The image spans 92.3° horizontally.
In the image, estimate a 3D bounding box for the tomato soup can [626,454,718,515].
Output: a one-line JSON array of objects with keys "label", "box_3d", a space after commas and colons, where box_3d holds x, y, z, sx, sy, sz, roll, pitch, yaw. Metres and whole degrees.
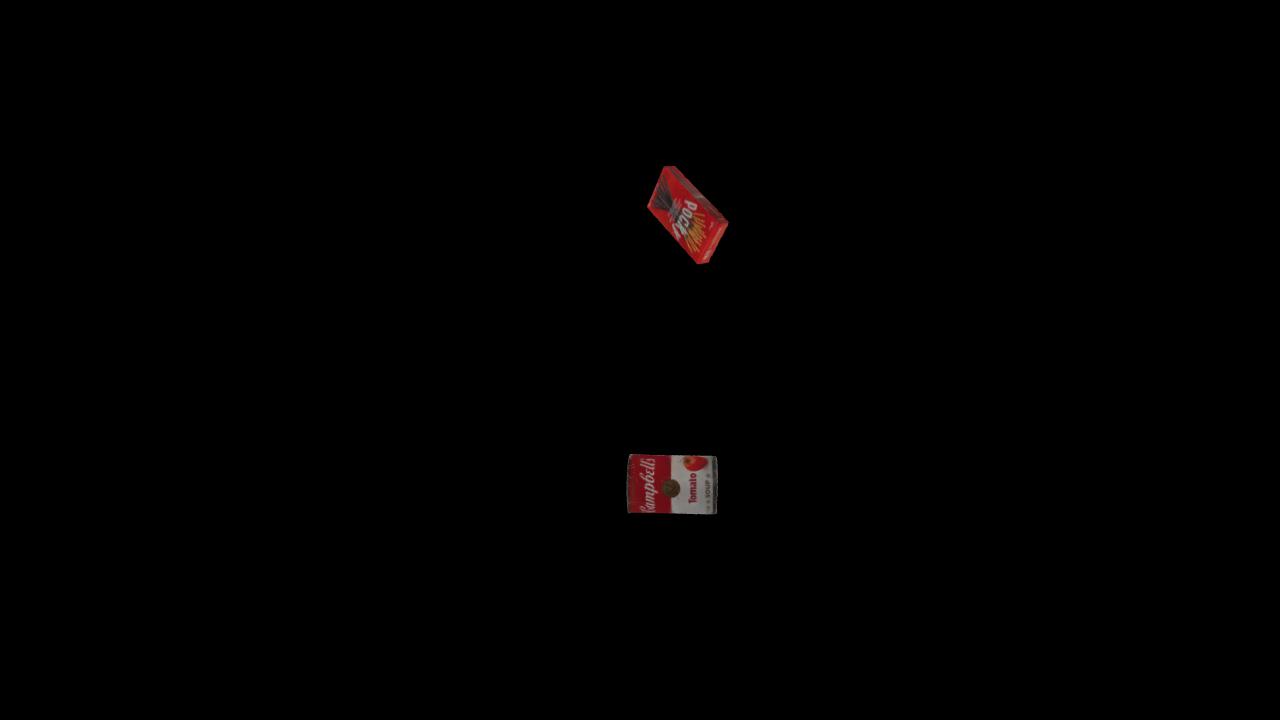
[{"label": "tomato soup can", "box_3d": [0.038, 0.143, 0.704, 0.101, 0.068, 0.068, 1, 0, 4]}]

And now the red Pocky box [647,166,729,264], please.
[{"label": "red Pocky box", "box_3d": [0.073, -0.235, 0.988, 0.028, 0.155, 0.083, -13, -36, -37]}]
